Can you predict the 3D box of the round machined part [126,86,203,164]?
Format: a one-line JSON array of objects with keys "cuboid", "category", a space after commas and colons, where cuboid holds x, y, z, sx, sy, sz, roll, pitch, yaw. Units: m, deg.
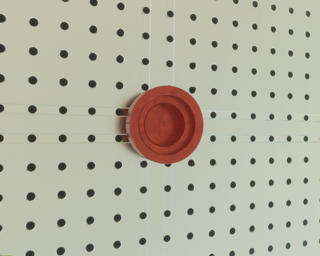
[{"cuboid": [0.003, -0.004, 0.404, 0.099, 0.042, 0.097, 0, 90, -20], "category": "round machined part"}]
